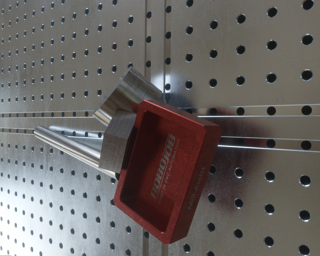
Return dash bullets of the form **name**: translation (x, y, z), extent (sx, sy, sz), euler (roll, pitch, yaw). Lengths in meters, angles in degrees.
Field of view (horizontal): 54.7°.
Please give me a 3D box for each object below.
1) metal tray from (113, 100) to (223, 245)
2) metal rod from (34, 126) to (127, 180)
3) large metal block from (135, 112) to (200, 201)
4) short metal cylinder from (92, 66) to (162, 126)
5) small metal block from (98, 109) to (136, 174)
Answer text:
- **metal tray**: translation (0.003, 0.044, 0.332), extent (0.090, 0.030, 0.129), euler (26, 106, 37)
- **metal rod**: translation (-0.136, 0.030, 0.480), extent (0.300, 0.025, 0.025), euler (13, 99, 50)
- **large metal block**: translation (0.003, 0.035, 0.387), extent (0.080, 0.050, 0.080), euler (-42, 65, 31)
- **short metal cylinder**: translation (-0.043, -0.033, 0.399), extent (0.050, 0.080, 0.080), euler (39, 123, -15)
- **small metal block**: translation (-0.047, 0.014, 0.352), extent (0.025, 0.050, 0.050), euler (16, 124, 0)
